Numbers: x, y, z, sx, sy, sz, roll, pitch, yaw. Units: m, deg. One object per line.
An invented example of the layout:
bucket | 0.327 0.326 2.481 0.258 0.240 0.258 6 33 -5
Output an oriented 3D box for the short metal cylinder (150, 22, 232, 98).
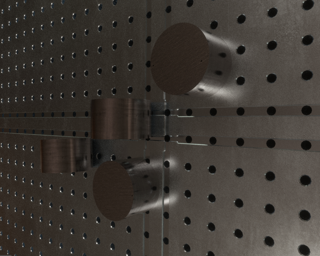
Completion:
short metal cylinder | 0.036 -0.076 0.362 0.080 0.050 0.079 0 90 39

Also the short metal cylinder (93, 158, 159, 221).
short metal cylinder | -0.048 0.083 0.430 0.080 0.050 0.079 0 90 39

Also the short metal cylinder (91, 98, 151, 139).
short metal cylinder | -0.052 -0.011 0.414 0.080 0.081 0.050 0 91 39

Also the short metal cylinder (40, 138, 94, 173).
short metal cylinder | -0.148 0.042 0.493 0.080 0.081 0.050 -3 88 39
